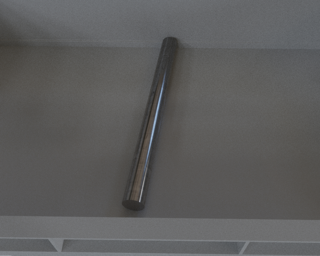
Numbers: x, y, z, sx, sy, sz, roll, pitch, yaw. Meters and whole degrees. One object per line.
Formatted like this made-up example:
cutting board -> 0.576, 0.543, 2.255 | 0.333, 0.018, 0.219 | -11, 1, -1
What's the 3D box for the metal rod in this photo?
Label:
metal rod -> -0.006, -0.030, 0.430 | 0.025, 0.025, 0.300 | 7, 50, 6
